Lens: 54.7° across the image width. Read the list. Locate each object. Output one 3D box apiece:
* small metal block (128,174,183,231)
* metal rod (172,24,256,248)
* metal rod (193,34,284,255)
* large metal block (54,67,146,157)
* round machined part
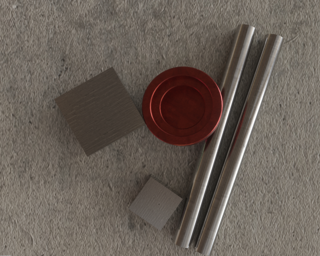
[{"bbox_3d":[-0.006,0.097,0.410,0.050,0.025,0.050,35,90,-1],"label":"small metal block"},{"bbox_3d":[0.072,0.010,0.410,0.025,0.025,0.298,17,90,-1],"label":"metal rod"},{"bbox_3d":[0.104,0.021,0.411,0.025,0.025,0.298,19,90,-1],"label":"metal rod"},{"bbox_3d":[-0.072,-0.020,0.397,0.080,0.050,0.080,-30,90,0],"label":"large metal block"},{"bbox_3d":[0.030,-0.025,0.395,0.098,0.042,0.097,-1,83,11],"label":"round machined part"}]
